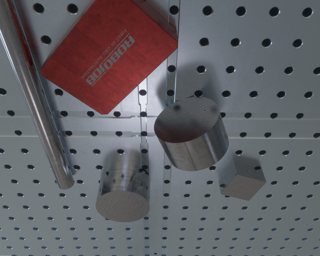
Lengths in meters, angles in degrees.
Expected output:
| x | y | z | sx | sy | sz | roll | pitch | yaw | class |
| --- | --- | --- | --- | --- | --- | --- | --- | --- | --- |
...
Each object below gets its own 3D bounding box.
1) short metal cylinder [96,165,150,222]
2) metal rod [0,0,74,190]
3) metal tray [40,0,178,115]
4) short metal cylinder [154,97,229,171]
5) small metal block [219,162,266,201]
| x | y | z | sx | sy | sz | roll | pitch | yaw | class |
| --- | --- | --- | --- | --- | --- | --- | --- | --- | --- |
| -0.056 | 0.103 | 0.482 | 0.081 | 0.050 | 0.079 | 0 | 130 | 0 | short metal cylinder |
| -0.152 | -0.027 | 0.386 | 0.025 | 0.025 | 0.298 | -2 | 130 | 1 | metal rod |
| -0.056 | -0.082 | 0.338 | 0.090 | 0.030 | 0.130 | 35 | 122 | -27 | metal tray |
| 0.039 | 0.006 | 0.381 | 0.080 | 0.080 | 0.050 | -16 | 128 | 13 | short metal cylinder |
| 0.128 | 0.085 | 0.485 | 0.050 | 0.025 | 0.050 | 16 | 128 | -14 | small metal block |
